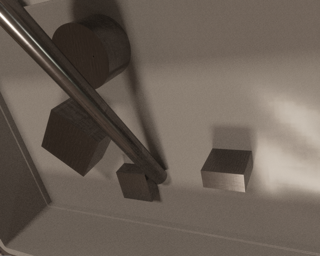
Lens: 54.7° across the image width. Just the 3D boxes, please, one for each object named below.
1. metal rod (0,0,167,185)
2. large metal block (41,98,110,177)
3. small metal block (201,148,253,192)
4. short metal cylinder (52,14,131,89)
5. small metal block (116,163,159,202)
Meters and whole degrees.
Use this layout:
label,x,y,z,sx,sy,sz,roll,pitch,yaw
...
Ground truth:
label,x,y,z,sx,sy,sz,roll,pitch,yaw
metal rod,-0.067,-0.016,0.353,0.025,0.025,0.300,-5,141,30
large metal block,-0.121,0.012,0.462,0.080,0.050,0.079,35,129,4
small metal block,0.083,0.050,0.379,0.050,0.050,0.025,2,119,27
short metal cylinder,-0.083,-0.092,0.377,0.080,0.050,0.079,13,124,20
small metal block,-0.034,0.083,0.476,0.050,0.025,0.050,1,119,27
